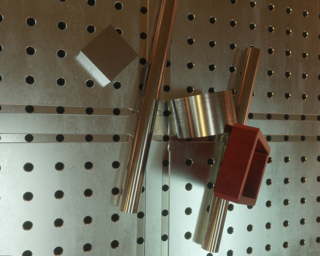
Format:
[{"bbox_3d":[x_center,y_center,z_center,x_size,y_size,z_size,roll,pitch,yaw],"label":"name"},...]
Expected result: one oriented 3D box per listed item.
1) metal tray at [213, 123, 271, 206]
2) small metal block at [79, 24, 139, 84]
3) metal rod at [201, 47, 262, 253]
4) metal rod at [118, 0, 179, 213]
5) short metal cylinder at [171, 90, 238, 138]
[{"bbox_3d":[0.114,0.054,0.410,0.130,0.030,0.090,30,76,-61],"label":"metal tray"},{"bbox_3d":[-0.065,-0.092,0.389,0.050,0.025,0.050,47,75,-15],"label":"small metal block"},{"bbox_3d":[0.106,0.028,0.453,0.025,0.025,0.298,15,85,-20],"label":"metal rod"},{"bbox_3d":[-0.013,-0.040,0.408,0.025,0.025,0.298,12,86,-20],"label":"metal rod"},{"bbox_3d":[0.058,-0.019,0.406,0.081,0.080,0.050,-11,94,-20],"label":"short metal cylinder"}]
